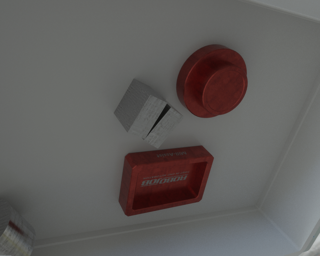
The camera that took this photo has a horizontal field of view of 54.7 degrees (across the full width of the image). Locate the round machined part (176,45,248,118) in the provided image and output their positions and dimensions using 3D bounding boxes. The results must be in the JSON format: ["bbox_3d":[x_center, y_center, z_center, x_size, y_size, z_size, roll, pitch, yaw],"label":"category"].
[{"bbox_3d":[0.075,-0.056,0.406,0.099,0.042,0.097,-14,125,-21],"label":"round machined part"}]

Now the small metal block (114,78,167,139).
[{"bbox_3d":[-0.025,-0.024,0.366,0.025,0.050,0.050,22,106,-37],"label":"small metal block"}]

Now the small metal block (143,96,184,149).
[{"bbox_3d":[-0.006,-0.011,0.384,0.025,0.050,0.050,34,99,-39],"label":"small metal block"}]

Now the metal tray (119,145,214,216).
[{"bbox_3d":[0.010,0.077,0.459,0.131,0.030,0.089,-4,120,-27],"label":"metal tray"}]

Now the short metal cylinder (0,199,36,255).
[{"bbox_3d":[-0.191,0.128,0.348,0.080,0.080,0.050,-29,129,-10],"label":"short metal cylinder"}]
